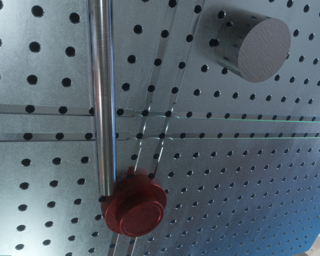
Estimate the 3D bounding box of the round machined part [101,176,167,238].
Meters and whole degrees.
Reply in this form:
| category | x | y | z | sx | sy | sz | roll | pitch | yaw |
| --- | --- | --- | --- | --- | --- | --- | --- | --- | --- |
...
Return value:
| category | x | y | z | sx | sy | sz | roll | pitch | yaw |
| --- | --- | --- | --- | --- | --- | --- | --- | --- | --- |
| round machined part | -0.033 | 0.122 | 0.459 | 0.099 | 0.042 | 0.097 | -14 | 125 | -21 |

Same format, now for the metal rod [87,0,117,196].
| category | x | y | z | sx | sy | sz | roll | pitch | yaw |
| --- | --- | --- | --- | --- | --- | --- | --- | --- | --- |
| metal rod | -0.063 | -0.044 | 0.350 | 0.025 | 0.025 | 0.298 | -11 | 123 | -23 |

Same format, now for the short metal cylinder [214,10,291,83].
| category | x | y | z | sx | sy | sz | roll | pitch | yaw |
| --- | --- | --- | --- | --- | --- | --- | --- | --- | --- |
| short metal cylinder | 0.118 | -0.104 | 0.397 | 0.081 | 0.050 | 0.079 | -14 | 125 | -21 |
